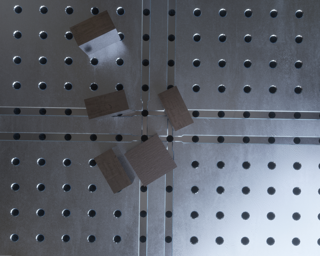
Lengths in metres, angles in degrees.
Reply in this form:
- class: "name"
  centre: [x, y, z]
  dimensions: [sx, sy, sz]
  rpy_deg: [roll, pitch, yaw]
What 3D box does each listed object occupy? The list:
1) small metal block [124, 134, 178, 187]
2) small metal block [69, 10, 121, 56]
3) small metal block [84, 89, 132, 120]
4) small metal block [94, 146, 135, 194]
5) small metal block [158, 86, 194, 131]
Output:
- class: "small metal block"
  centre: [-0.012, 0.042, 0.413]
  dimensions: [0.050, 0.025, 0.050]
  rpy_deg: [-32, 90, 0]
- class: "small metal block"
  centre: [-0.082, -0.121, 0.400]
  dimensions: [0.050, 0.050, 0.025]
  rpy_deg: [-26, 90, 0]
- class: "small metal block"
  centre: [-0.065, -0.029, 0.400]
  dimensions: [0.050, 0.050, 0.025]
  rpy_deg: [-14, 90, 0]
- class: "small metal block"
  centre: [-0.057, 0.052, 0.401]
  dimensions: [0.025, 0.050, 0.050]
  rpy_deg: [-30, 90, 0]
- class: "small metal block"
  centre: [0.019, -0.024, 0.401]
  dimensions: [0.025, 0.050, 0.050]
  rpy_deg: [-26, 90, 0]
